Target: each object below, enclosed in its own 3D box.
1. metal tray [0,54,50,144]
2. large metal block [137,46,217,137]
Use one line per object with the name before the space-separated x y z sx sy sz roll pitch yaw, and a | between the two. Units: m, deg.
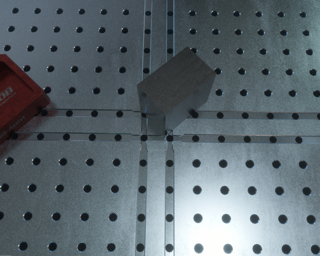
metal tray | -0.230 -0.028 0.417 0.090 0.030 0.130 42 75 13
large metal block | 0.020 -0.044 0.399 0.080 0.080 0.050 -40 75 -13
